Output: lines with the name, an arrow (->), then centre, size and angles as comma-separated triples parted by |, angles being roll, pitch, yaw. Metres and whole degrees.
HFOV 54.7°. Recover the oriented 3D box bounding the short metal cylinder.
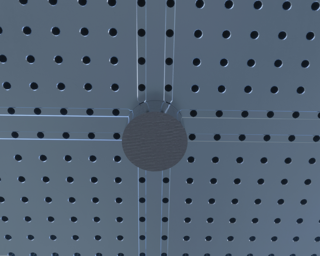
short metal cylinder -> -0.006, 0.009, 0.403 | 0.081, 0.050, 0.079 | 0, 110, -1
